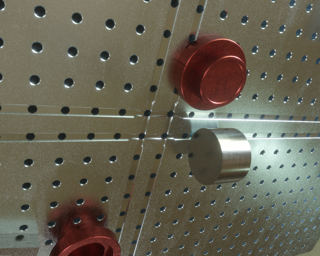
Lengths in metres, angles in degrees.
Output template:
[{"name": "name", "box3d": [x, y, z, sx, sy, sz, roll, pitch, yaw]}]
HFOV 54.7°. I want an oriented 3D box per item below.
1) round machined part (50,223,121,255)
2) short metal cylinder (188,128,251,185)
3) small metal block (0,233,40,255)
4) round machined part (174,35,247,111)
[{"name": "round machined part", "box3d": [-0.110, 0.179, 0.451, 0.099, 0.042, 0.097, -14, 124, -21]}, {"name": "short metal cylinder", "box3d": [0.084, 0.040, 0.446, 0.050, 0.080, 0.079, 0, 119, -29]}, {"name": "small metal block", "box3d": [-0.193, 0.167, 0.409, 0.050, 0.025, 0.050, 14, 111, -34]}, {"name": "round machined part", "box3d": [0.071, -0.066, 0.398, 0.099, 0.042, 0.097, -14, 124, -21]}]
